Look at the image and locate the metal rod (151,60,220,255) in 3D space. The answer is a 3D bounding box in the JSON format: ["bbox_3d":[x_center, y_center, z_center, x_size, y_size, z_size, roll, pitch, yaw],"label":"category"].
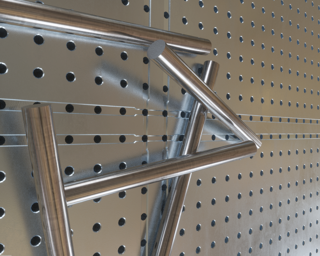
[{"bbox_3d":[0.039,0.042,0.444,0.025,0.025,0.299,27,73,-37],"label":"metal rod"}]

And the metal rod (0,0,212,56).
[{"bbox_3d":[-0.047,-0.115,0.371,0.302,0.025,0.025,-3,92,-40],"label":"metal rod"}]

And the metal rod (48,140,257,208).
[{"bbox_3d":[0.013,0.052,0.396,0.303,0.025,0.025,-9,96,-32],"label":"metal rod"}]

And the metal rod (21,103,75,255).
[{"bbox_3d":[-0.098,0.125,0.306,0.025,0.025,0.298,-15,107,-39],"label":"metal rod"}]

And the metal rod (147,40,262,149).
[{"bbox_3d":[0.083,-0.030,0.448,0.301,0.025,0.025,33,69,-46],"label":"metal rod"}]
